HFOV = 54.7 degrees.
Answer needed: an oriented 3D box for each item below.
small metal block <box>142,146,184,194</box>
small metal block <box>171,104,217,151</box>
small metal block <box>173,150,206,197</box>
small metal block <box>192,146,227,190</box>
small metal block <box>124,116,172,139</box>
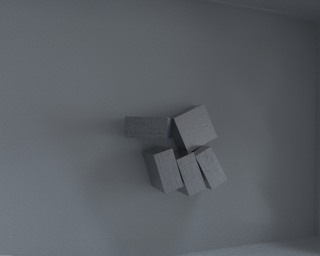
[{"bbox_3d":[0.002,0.052,0.398,0.025,0.050,0.050,-18,96,-19],"label":"small metal block"},{"bbox_3d":[0.044,0.000,0.425,0.050,0.025,0.050,-27,99,-22],"label":"small metal block"},{"bbox_3d":[0.031,0.058,0.409,0.025,0.050,0.050,-22,98,-18],"label":"small metal block"},{"bbox_3d":[0.057,0.051,0.418,0.025,0.050,0.050,-30,100,-17],"label":"small metal block"},{"bbox_3d":[-0.013,0.000,0.383,0.050,0.050,0.025,2,90,8],"label":"small metal block"}]
